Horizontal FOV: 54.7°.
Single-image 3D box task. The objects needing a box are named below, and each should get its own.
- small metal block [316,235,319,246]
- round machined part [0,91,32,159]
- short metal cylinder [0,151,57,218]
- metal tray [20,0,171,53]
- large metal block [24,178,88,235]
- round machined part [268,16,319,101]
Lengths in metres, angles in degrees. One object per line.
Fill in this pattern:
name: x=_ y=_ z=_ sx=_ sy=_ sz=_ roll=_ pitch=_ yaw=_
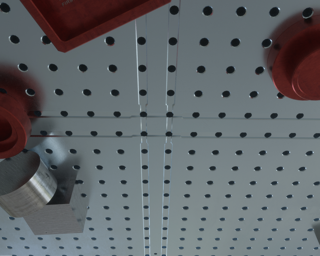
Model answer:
small metal block: x=0.342 y=0.228 z=0.609 sx=0.050 sy=0.025 sz=0.050 roll=-23 pitch=127 yaw=18
round machined part: x=-0.212 y=-0.009 z=0.390 sx=0.099 sy=0.042 sz=0.097 roll=0 pitch=130 yaw=0
short metal cylinder: x=-0.196 y=0.079 z=0.441 sx=0.080 sy=0.080 sz=0.050 roll=-12 pitch=129 yaw=9
metal tray: x=-0.064 y=-0.137 z=0.290 sx=0.130 sy=0.030 sz=0.090 roll=-20 pitch=128 yaw=16
large metal block: x=-0.170 y=0.128 z=0.503 sx=0.080 sy=0.050 sz=0.080 roll=-4 pitch=130 yaw=3
round machined part: x=0.175 y=-0.069 z=0.343 sx=0.099 sy=0.042 sz=0.097 roll=0 pitch=130 yaw=0
